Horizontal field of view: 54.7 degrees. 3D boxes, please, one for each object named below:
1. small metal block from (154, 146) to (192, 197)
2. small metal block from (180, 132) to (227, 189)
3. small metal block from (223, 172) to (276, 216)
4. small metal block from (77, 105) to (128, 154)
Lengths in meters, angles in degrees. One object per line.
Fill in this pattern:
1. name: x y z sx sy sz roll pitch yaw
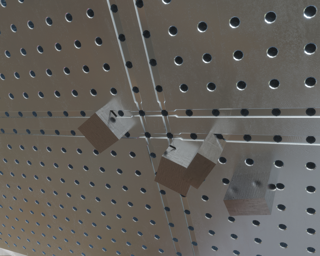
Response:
1. small metal block: 0.025 0.061 0.435 0.050 0.025 0.050 25 127 12
2. small metal block: 0.055 0.040 0.390 0.025 0.050 0.050 32 128 7
3. small metal block: 0.113 0.082 0.386 0.050 0.050 0.025 -12 112 33
4. small metal block: -0.084 0.003 0.455 0.050 0.025 0.050 -34 100 38
